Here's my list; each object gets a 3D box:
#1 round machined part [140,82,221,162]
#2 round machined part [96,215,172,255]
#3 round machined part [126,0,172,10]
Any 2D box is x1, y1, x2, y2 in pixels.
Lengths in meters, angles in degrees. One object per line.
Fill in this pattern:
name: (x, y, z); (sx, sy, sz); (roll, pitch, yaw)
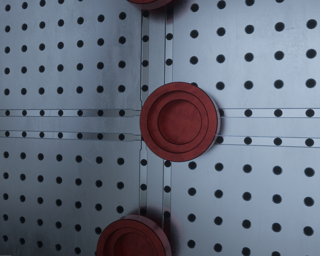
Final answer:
round machined part: (0.028, -0.007, 0.393); (0.098, 0.042, 0.097); (0, 90, 19)
round machined part: (-0.031, 0.165, 0.414); (0.098, 0.042, 0.097); (0, 90, 19)
round machined part: (-0.010, -0.204, 0.406); (0.098, 0.042, 0.097); (0, 90, 19)
